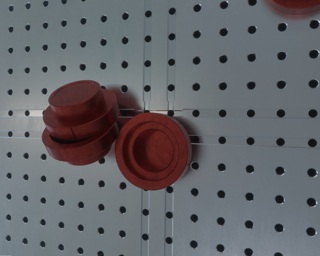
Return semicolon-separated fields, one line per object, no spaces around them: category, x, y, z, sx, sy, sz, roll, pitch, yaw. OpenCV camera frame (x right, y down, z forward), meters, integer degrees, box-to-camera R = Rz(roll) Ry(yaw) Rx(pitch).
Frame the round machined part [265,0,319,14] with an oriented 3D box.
round machined part;0.161;-0.183;0.347;0.098;0.042;0.097;0;90;20

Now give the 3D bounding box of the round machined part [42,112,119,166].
round machined part;-0.104;0.014;0.421;0.098;0.098;0.042;3;128;20

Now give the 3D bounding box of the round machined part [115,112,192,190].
round machined part;-0.006;0.029;0.406;0.098;0.042;0.097;0;90;20

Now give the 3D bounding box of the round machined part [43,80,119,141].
round machined part;-0.106;-0.029;0.409;0.098;0.098;0.042;3;128;20
